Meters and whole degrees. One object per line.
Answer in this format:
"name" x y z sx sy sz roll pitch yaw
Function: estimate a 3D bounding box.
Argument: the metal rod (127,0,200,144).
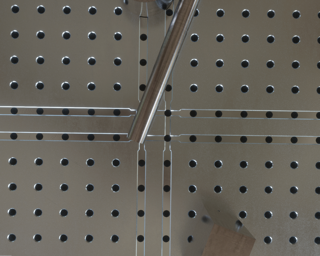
"metal rod" 0.022 -0.122 0.401 0.025 0.025 0.298 21 95 -1

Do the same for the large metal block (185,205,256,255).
"large metal block" 0.069 0.153 0.387 0.050 0.080 0.080 21 90 -1

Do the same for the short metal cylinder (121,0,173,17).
"short metal cylinder" -0.018 -0.193 0.401 0.081 0.050 0.079 0 90 -1
